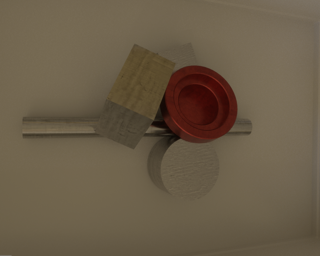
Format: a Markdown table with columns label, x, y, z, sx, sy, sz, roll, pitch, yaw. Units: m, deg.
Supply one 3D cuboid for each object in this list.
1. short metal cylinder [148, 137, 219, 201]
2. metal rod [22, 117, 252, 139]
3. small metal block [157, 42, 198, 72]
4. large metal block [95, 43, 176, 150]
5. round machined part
| label | x | y | z | sx | sy | sz | roll | pitch | yaw |
| --- | --- | --- | --- | --- | --- | --- | --- | --- | --- |
| short metal cylinder | 0.030 | 0.050 | 0.407 | 0.081 | 0.050 | 0.079 | 0 | 90 | -21 |
| metal rod | -0.013 | -0.001 | 0.403 | 0.303 | 0.025 | 0.025 | 0 | 90 | -21 |
| small metal block | 0.023 | -0.082 | 0.419 | 0.050 | 0.025 | 0.050 | -22 | 98 | -19 |
| large metal block | -0.030 | -0.033 | 0.354 | 0.050 | 0.080 | 0.080 | 25 | 59 | -8 |
| round machined part | 0.046 | -0.027 | 0.398 | 0.099 | 0.042 | 0.098 | 6 | 70 | -18 |
